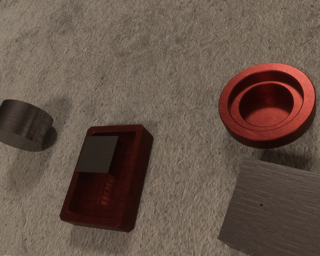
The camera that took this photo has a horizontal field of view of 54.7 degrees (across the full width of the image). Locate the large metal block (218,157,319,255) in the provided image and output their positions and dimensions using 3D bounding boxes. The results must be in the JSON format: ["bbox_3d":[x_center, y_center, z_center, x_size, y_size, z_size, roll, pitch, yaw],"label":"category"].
[{"bbox_3d":[0.109,0.080,0.281,0.080,0.050,0.080,12,67,32],"label":"large metal block"}]

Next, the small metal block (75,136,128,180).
[{"bbox_3d":[-0.075,0.038,0.401,0.050,0.025,0.050,-2,61,26],"label":"small metal block"}]

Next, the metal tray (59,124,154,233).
[{"bbox_3d":[-0.066,0.060,0.396,0.090,0.030,0.130,-2,61,26],"label":"metal tray"}]

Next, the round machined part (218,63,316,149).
[{"bbox_3d":[0.118,-0.021,0.343,0.098,0.042,0.098,-13,56,20],"label":"round machined part"}]

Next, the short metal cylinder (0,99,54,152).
[{"bbox_3d":[-0.214,-0.002,0.479,0.080,0.080,0.050,0,62,28],"label":"short metal cylinder"}]
